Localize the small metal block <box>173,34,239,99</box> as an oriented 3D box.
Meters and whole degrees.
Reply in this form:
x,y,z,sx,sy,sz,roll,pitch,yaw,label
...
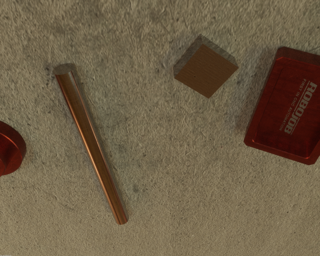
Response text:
x,y,z,sx,sy,sz,roll,pitch,yaw,label
0.051,-0.069,0.350,0.050,0.025,0.050,27,125,-22,small metal block

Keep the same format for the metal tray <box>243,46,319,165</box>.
x,y,z,sx,sy,sz,roll,pitch,yaw,label
0.163,-0.022,0.368,0.090,0.030,0.129,18,131,11,metal tray

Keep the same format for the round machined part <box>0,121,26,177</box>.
x,y,z,sx,sy,sz,roll,pitch,yaw,label
-0.240,0.034,0.422,0.099,0.042,0.097,-1,130,0,round machined part

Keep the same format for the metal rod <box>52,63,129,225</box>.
x,y,z,sx,sy,sz,roll,pitch,yaw,label
-0.087,0.046,0.444,0.025,0.025,0.298,-7,130,5,metal rod
